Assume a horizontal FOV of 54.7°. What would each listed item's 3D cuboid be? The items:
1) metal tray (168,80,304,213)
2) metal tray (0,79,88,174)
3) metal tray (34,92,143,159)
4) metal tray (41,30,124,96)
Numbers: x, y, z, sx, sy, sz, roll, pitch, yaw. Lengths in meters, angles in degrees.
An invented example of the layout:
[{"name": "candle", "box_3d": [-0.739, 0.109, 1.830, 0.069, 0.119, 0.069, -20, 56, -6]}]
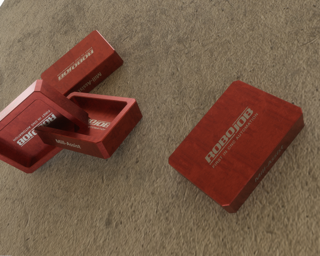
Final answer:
[{"name": "metal tray", "box_3d": [0.084, 0.016, 0.347, 0.130, 0.030, 0.090, -49, 52, -7]}, {"name": "metal tray", "box_3d": [-0.178, 0.003, 0.437, 0.130, 0.090, 0.030, -36, 38, 17]}, {"name": "metal tray", "box_3d": [-0.102, -0.009, 0.441, 0.130, 0.030, 0.090, 10, 47, 32]}, {"name": "metal tray", "box_3d": [-0.137, -0.102, 0.535, 0.130, 0.030, 0.090, -40, 51, 1]}]
